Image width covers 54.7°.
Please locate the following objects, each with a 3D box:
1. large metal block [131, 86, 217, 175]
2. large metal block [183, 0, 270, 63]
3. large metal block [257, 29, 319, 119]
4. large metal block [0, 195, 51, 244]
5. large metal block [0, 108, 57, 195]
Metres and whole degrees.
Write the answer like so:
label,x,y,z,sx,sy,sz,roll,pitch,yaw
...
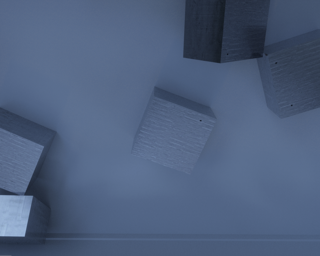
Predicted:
label,x,y,z,sx,sy,sz,roll,pitch,yaw
large metal block,0.016,0.002,0.399,0.080,0.050,0.079,20,109,-8
large metal block,0.073,-0.117,0.334,0.081,0.050,0.079,-17,117,-40
large metal block,0.170,-0.067,0.376,0.080,0.050,0.080,-17,110,6
large metal block,-0.204,0.126,0.420,0.081,0.050,0.080,1,153,-1
large metal block,-0.195,0.031,0.407,0.080,0.050,0.080,25,108,-9
